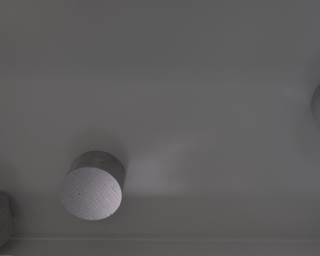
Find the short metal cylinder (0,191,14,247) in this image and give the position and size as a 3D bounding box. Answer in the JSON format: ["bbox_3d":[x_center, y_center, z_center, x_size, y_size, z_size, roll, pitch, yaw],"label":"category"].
[{"bbox_3d":[-0.249,0.129,0.427,0.081,0.080,0.050,-1,110,0],"label":"short metal cylinder"}]

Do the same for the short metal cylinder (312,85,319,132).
[{"bbox_3d":[0.232,-0.024,0.378,0.080,0.050,0.079,7,112,18],"label":"short metal cylinder"}]

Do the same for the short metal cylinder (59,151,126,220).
[{"bbox_3d":[-0.090,0.078,0.426,0.081,0.050,0.079,0,110,0],"label":"short metal cylinder"}]
